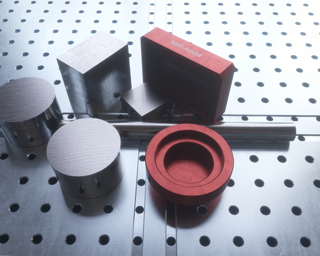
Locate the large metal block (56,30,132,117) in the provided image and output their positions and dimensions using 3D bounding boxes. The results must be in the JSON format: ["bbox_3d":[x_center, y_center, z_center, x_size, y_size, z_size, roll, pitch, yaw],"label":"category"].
[{"bbox_3d":[-0.088,-0.076,0.435,0.050,0.080,0.080,32,57,23],"label":"large metal block"}]

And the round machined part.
[{"bbox_3d":[0.033,0.045,0.359,0.099,0.042,0.098,0,50,0],"label":"round machined part"}]

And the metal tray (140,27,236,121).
[{"bbox_3d":[0.033,-0.072,0.425,0.130,0.090,0.030,33,58,24],"label":"metal tray"}]

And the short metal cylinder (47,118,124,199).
[{"bbox_3d":[-0.084,0.035,0.361,0.080,0.050,0.080,0,50,0],"label":"short metal cylinder"}]

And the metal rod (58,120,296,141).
[{"bbox_3d":[0.022,0.003,0.405,0.302,0.025,0.025,1,50,0],"label":"metal rod"}]

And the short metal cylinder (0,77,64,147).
[{"bbox_3d":[-0.173,-0.022,0.408,0.080,0.050,0.080,0,50,0],"label":"short metal cylinder"}]

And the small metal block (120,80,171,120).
[{"bbox_3d":[-0.020,-0.034,0.436,0.050,0.025,0.050,-32,57,-24],"label":"small metal block"}]
